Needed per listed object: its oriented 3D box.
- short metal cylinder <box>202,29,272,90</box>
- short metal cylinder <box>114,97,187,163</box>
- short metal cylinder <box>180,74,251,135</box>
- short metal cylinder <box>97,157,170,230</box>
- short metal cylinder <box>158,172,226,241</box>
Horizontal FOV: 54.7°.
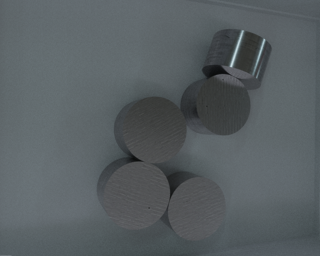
[{"bbox_3d":[0.103,-0.090,0.419,0.080,0.080,0.050,21,83,-19],"label":"short metal cylinder"},{"bbox_3d":[-0.013,0.002,0.392,0.081,0.050,0.080,0,90,-20],"label":"short metal cylinder"},{"bbox_3d":[0.075,-0.030,0.425,0.081,0.050,0.080,0,90,-20],"label":"short metal cylinder"},{"bbox_3d":[-0.034,0.079,0.385,0.081,0.050,0.080,0,90,-20],"label":"short metal cylinder"},{"bbox_3d":[0.039,0.101,0.412,0.081,0.050,0.080,0,90,-20],"label":"short metal cylinder"}]
